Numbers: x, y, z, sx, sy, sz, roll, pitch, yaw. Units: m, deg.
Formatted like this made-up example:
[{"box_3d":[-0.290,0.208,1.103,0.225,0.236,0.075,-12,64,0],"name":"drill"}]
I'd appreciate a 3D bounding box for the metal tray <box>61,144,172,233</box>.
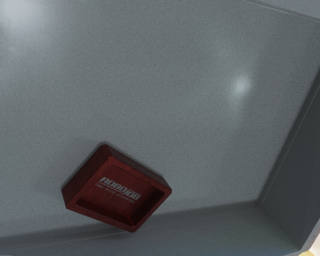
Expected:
[{"box_3d":[-0.056,0.089,0.431,0.090,0.030,0.130,-48,129,5],"name":"metal tray"}]
